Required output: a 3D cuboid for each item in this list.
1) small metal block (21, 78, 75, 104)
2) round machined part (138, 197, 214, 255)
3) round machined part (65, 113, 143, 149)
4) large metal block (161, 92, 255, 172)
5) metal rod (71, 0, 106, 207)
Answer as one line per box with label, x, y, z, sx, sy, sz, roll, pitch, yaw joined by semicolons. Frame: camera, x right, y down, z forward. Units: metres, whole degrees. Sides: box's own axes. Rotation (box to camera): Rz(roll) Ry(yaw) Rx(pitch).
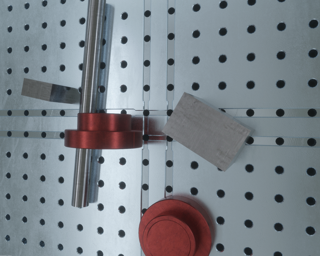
small metal block;-0.165;-0.054;0.457;0.050;0.050;0.025;13;95;19
round machined part;0.017;0.140;0.398;0.098;0.042;0.097;0;90;20
round machined part;-0.071;0.002;0.399;0.098;0.098;0.042;2;91;20
large metal block;0.060;0.003;0.362;0.080;0.080;0.050;33;101;17
metal rod;-0.103;-0.036;0.448;0.025;0.025;0.298;6;92;20
